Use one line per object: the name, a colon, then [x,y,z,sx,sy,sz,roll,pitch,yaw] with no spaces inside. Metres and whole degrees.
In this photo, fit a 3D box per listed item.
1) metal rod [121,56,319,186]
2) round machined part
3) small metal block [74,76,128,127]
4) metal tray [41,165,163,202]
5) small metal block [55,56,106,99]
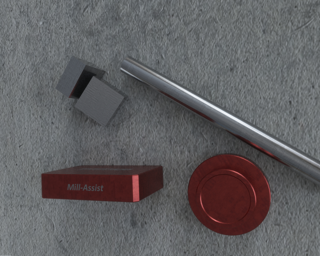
metal rod: [0.077,-0.011,0.381,0.300,0.025,0.025,32,100,16]
round machined part: [0.081,0.080,0.371,0.098,0.042,0.097,0,90,19]
small metal block: [-0.081,-0.037,0.429,0.050,0.025,0.050,35,101,-1]
metal tray: [-0.071,0.068,0.398,0.130,0.090,0.030,-2,90,19]
small metal block: [-0.110,-0.068,0.433,0.025,0.050,0.050,34,101,17]
